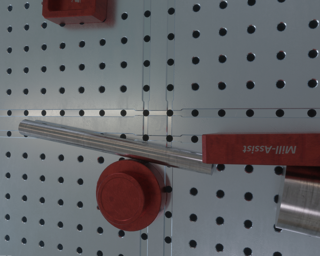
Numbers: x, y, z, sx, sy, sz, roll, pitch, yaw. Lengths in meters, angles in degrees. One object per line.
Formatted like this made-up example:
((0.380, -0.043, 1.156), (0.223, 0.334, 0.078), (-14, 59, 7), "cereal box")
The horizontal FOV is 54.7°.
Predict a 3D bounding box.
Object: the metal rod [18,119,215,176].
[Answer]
((-0.073, 0.023, 0.438), (0.301, 0.025, 0.025), (10, 93, 19), "metal rod")

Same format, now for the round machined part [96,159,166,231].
((-0.045, 0.092, 0.419), (0.098, 0.042, 0.097), (0, 90, 19), "round machined part")

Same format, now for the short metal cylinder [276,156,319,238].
((0.155, 0.072, 0.329), (0.050, 0.080, 0.079), (9, 93, 20), "short metal cylinder")

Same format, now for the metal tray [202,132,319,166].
((0.119, 0.020, 0.336), (0.130, 0.090, 0.030), (-1, 90, 20), "metal tray")

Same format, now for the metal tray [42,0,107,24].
((-0.122, -0.223, 0.452), (0.090, 0.030, 0.129), (4, 91, 19), "metal tray")
